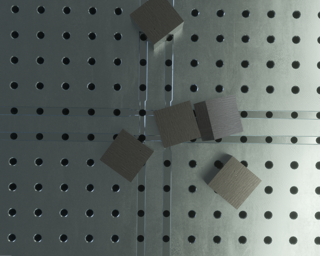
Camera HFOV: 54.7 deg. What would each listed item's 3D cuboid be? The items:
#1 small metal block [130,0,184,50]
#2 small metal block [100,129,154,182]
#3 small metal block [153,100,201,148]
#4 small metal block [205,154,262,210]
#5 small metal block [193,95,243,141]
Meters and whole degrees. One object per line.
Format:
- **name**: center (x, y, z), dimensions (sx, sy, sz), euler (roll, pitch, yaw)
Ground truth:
- **small metal block**: center (-0.004, -0.143, 0.413), dimensions (0.050, 0.025, 0.050), euler (-38, 91, 0)
- **small metal block**: center (-0.043, 0.036, 0.413), dimensions (0.050, 0.025, 0.050), euler (36, 90, -1)
- **small metal block**: center (0.022, -0.005, 0.414), dimensions (0.050, 0.025, 0.050), euler (-17, 90, -1)
- **small metal block**: center (0.097, 0.071, 0.415), dimensions (0.050, 0.025, 0.050), euler (40, 90, -1)
- **small metal block**: center (0.076, -0.013, 0.404), dimensions (0.050, 0.025, 0.050), euler (-14, 90, -31)
